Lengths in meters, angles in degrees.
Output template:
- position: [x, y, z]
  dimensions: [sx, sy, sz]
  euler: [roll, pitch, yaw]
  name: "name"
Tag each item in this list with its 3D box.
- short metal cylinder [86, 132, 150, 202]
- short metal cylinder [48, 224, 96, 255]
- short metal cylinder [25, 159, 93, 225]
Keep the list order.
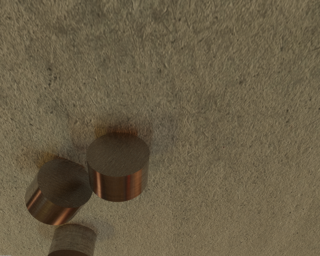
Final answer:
- position: [-0.055, 0.051, 0.414]
  dimensions: [0.081, 0.080, 0.050]
  euler: [3, 130, -3]
  name: "short metal cylinder"
- position: [-0.163, 0.224, 0.580]
  dimensions: [0.081, 0.050, 0.079]
  euler: [0, 130, 0]
  name: "short metal cylinder"
- position: [-0.145, 0.092, 0.448]
  dimensions: [0.080, 0.080, 0.050]
  euler: [27, 125, -21]
  name: "short metal cylinder"
